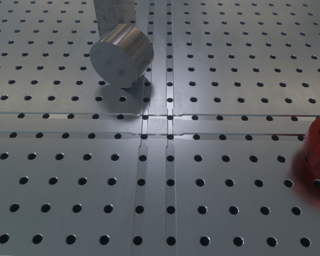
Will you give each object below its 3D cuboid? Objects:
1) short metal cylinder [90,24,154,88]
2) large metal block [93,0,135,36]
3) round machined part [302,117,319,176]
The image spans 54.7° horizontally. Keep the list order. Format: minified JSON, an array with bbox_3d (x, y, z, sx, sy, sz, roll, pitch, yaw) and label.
[{"bbox_3d":[-0.056,-0.106,0.461,0.080,0.080,0.050,20,53,16],"label":"short metal cylinder"},{"bbox_3d":[-0.079,-0.221,0.557,0.050,0.080,0.080,7,50,6],"label":"large metal block"},{"bbox_3d":[0.222,0.031,0.372,0.099,0.042,0.098,0,50,0],"label":"round machined part"}]
